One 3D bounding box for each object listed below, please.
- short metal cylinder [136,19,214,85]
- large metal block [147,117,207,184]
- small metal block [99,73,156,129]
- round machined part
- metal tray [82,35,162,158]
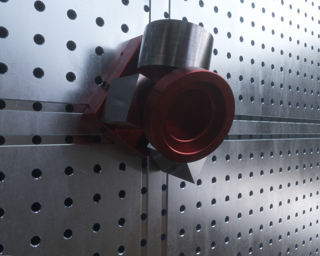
[{"bbox_3d":[0.017,-0.080,0.350,0.081,0.080,0.050,17,79,-39],"label":"short metal cylinder"},{"bbox_3d":[0.033,0.015,0.399,0.080,0.050,0.080,-63,156,-21],"label":"large metal block"},{"bbox_3d":[-0.033,-0.026,0.325,0.025,0.050,0.050,25,74,-38],"label":"small metal block"},{"bbox_3d":[0.026,-0.016,0.325,0.099,0.042,0.097,-11,115,-24],"label":"round machined part"},{"bbox_3d":[-0.024,-0.040,0.388,0.090,0.030,0.130,42,64,-32],"label":"metal tray"}]
